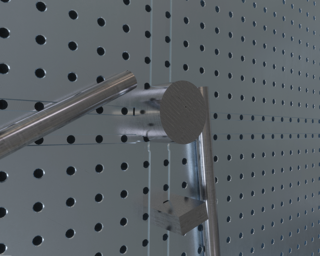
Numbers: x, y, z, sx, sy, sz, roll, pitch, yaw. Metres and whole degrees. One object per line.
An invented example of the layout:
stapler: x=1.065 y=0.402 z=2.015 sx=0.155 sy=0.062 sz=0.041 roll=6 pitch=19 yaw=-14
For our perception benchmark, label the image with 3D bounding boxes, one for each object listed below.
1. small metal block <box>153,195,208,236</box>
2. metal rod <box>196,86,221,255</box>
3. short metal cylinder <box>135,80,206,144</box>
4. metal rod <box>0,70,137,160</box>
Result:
small metal block: x=0.028 y=0.116 z=0.417 sx=0.050 sy=0.050 sz=0.025 roll=-17 pitch=101 yaw=-39
metal rod: x=0.072 y=0.088 z=0.469 sx=0.025 sy=0.025 sz=0.298 roll=-8 pitch=95 yaw=-40
short metal cylinder: x=0.015 y=-0.020 z=0.405 sx=0.081 sy=0.050 sz=0.079 roll=0 pitch=90 yaw=-40
metal rod: x=-0.140 y=0.010 z=0.291 sx=0.302 sy=0.025 sz=0.025 roll=-34 pitch=111 yaw=-35
